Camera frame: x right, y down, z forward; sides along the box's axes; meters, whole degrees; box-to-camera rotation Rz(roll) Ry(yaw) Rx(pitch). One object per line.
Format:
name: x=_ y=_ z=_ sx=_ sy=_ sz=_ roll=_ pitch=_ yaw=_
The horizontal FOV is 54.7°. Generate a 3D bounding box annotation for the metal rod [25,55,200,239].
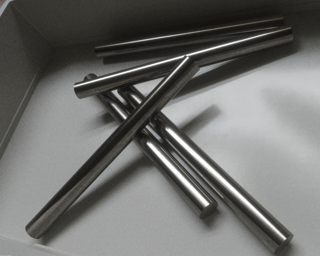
metal rod: x=-0.063 y=0.028 z=0.393 sx=0.300 sy=0.025 sz=0.025 roll=-46 pitch=51 yaw=5

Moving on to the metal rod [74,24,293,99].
metal rod: x=0.022 y=-0.087 z=0.425 sx=0.301 sy=0.025 sz=0.025 roll=-13 pitch=56 yaw=13

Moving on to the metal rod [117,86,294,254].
metal rod: x=0.029 y=0.023 z=0.374 sx=0.025 sy=0.025 sz=0.300 roll=-43 pitch=51 yaw=-2

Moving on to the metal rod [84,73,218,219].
metal rod: x=-0.032 y=0.004 z=0.418 sx=0.025 sy=0.025 sz=0.300 roll=-43 pitch=51 yaw=-2

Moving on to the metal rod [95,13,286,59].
metal rod: x=0.029 y=-0.135 z=0.471 sx=0.300 sy=0.025 sz=0.025 roll=-1 pitch=62 yaw=27
